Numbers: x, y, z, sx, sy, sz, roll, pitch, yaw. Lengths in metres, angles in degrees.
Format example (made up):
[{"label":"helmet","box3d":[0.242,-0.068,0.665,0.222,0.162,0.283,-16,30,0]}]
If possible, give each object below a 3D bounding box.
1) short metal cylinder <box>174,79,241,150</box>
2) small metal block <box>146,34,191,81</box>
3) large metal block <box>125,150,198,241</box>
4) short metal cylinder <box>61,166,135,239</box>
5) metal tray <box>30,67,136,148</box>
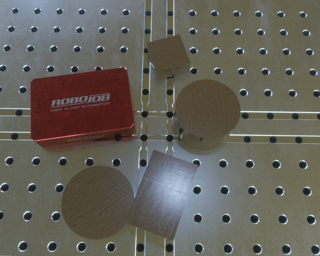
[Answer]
[{"label":"short metal cylinder","box3d":[0.059,-0.016,0.405,0.081,0.050,0.080,0,70,-1]},{"label":"small metal block","box3d":[0.012,-0.102,0.449,0.050,0.025,0.050,-16,71,-6]},{"label":"large metal block","box3d":[0.003,0.080,0.353,0.050,0.080,0.080,19,71,7]},{"label":"short metal cylinder","box3d":[-0.068,0.089,0.365,0.081,0.050,0.080,0,70,0]},{"label":"metal tray","box3d":[-0.104,-0.029,0.419,0.131,0.030,0.090,-8,70,-3]}]
